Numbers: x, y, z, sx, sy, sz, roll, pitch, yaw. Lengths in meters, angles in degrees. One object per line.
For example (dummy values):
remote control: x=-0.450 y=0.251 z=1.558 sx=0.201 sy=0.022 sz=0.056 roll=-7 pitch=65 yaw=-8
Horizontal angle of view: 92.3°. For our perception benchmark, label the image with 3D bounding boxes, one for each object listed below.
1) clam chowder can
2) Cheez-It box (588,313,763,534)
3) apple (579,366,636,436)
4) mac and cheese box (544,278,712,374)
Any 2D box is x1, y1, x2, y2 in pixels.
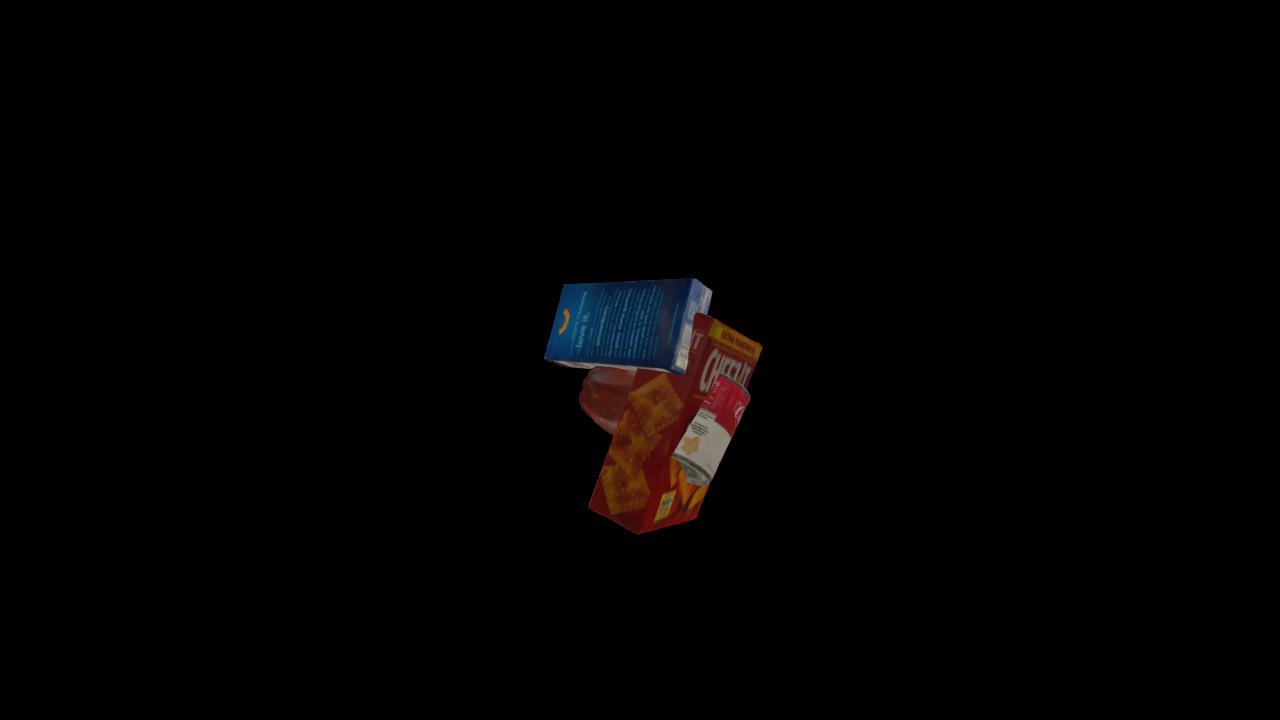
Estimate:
clam chowder can: x=0.062 y=0.069 z=0.632 sx=0.068 sy=0.102 sz=0.068 roll=25 pitch=-23 yaw=12
Cheez-It box: x=0.045 y=0.065 z=0.664 sx=0.071 sy=0.223 sz=0.166 roll=21 pitch=1 yaw=27
apple: x=-0.016 y=0.043 z=0.646 sx=0.093 sy=0.079 sz=0.079 roll=20 pitch=0 yaw=1
mac and cheese box: x=-0.018 y=-0.035 z=0.645 sx=0.184 sy=0.093 sz=0.041 roll=4 pitch=-13 yaw=41
